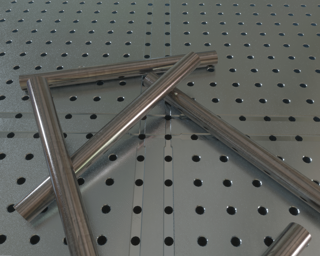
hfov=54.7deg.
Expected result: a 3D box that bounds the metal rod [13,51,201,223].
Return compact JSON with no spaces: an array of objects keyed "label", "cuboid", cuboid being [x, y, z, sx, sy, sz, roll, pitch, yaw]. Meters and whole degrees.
[{"label":"metal rod","cuboid":[-0.049,-0.004,0.390,0.025,0.025,0.301,34,64,25]}]

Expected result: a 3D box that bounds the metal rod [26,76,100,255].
[{"label":"metal rod","cuboid":[-0.095,0.066,0.317,0.025,0.025,0.299,-18,63,-15]}]

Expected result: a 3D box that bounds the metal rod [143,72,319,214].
[{"label":"metal rod","cuboid":[0.089,0.009,0.400,0.025,0.025,0.300,-37,59,-27]}]

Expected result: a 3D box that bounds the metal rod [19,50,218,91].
[{"label":"metal rod","cuboid":[-0.058,-0.090,0.482,0.302,0.025,0.025,-9,51,-8]}]

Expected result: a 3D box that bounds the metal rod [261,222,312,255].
[{"label":"metal rod","cuboid":[0.031,0.184,0.253,0.302,0.025,0.025,-34,58,-26]}]
